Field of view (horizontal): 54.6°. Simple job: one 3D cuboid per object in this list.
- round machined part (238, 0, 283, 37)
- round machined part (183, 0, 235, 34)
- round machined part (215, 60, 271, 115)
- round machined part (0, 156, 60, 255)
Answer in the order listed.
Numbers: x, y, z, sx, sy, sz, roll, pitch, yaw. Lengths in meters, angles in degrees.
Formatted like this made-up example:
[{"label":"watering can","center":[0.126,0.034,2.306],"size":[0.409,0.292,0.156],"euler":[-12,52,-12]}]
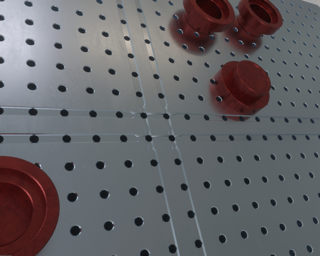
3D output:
[{"label":"round machined part","center":[0.202,-0.230,0.645],"size":[0.099,0.042,0.098],"euler":[13,56,-21]},{"label":"round machined part","center":[0.085,-0.213,0.572],"size":[0.099,0.042,0.098],"euler":[13,56,-21]},{"label":"round machined part","center":[0.145,-0.074,0.520],"size":[0.099,0.042,0.098],"euler":[13,56,-21]},{"label":"round machined part","center":[-0.143,0.078,0.273],"size":[0.099,0.042,0.098],"euler":[13,56,-21]}]
